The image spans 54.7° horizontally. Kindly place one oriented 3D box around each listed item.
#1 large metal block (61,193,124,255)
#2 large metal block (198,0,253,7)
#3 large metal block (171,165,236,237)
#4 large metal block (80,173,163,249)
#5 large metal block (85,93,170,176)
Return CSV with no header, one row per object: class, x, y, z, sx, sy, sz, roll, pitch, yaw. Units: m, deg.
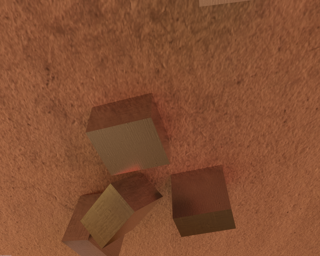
large metal block,-0.101,0.164,0.504,0.050,0.080,0.080,-12,130,25
large metal block,0.069,-0.155,0.260,0.080,0.050,0.080,-6,130,4
large metal block,0.063,0.108,0.465,0.080,0.080,0.050,-13,129,10
large metal block,-0.054,0.118,0.453,0.050,0.080,0.080,46,111,18
large metal block,-0.037,0.010,0.399,0.080,0.050,0.080,-13,129,10
